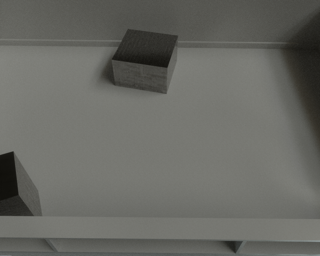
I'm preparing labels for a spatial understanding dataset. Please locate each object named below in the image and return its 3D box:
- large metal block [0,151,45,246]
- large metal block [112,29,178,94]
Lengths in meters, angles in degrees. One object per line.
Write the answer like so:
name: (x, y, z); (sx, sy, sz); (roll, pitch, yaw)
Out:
large metal block: (-0.169, 0.077, 0.303); (0.081, 0.080, 0.050); (-17, 52, -14)
large metal block: (-0.020, -0.103, 0.476); (0.080, 0.050, 0.080); (10, 51, 8)
